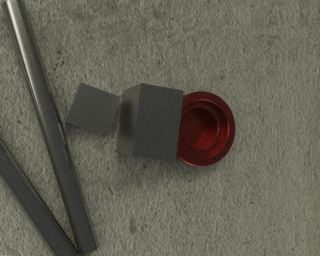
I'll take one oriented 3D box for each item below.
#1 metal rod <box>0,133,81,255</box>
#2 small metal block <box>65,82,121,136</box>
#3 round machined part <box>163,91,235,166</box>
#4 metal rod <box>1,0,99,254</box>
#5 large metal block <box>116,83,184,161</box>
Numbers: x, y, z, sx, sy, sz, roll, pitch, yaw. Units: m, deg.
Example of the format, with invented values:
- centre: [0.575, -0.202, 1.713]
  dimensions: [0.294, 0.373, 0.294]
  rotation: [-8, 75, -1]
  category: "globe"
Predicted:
- centre: [-0.145, 0.090, 0.355]
  dimensions: [0.025, 0.025, 0.299]
  rotation: [-32, 101, -17]
  category: "metal rod"
- centre: [-0.082, -0.022, 0.379]
  dimensions: [0.050, 0.025, 0.050]
  rotation: [20, 83, -19]
  category: "small metal block"
- centre: [0.048, 0.001, 0.419]
  dimensions: [0.099, 0.042, 0.097]
  rotation: [0, 90, -21]
  category: "round machined part"
- centre: [-0.126, 0.004, 0.362]
  dimensions: [0.025, 0.025, 0.298]
  rotation: [-17, 96, -20]
  category: "metal rod"
- centre: [-0.015, -0.006, 0.375]
  dimensions: [0.050, 0.080, 0.080]
  rotation: [8, 88, -20]
  category: "large metal block"
